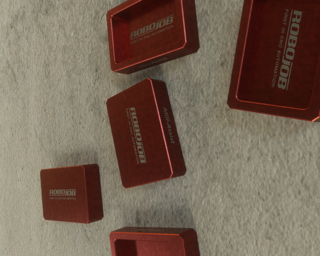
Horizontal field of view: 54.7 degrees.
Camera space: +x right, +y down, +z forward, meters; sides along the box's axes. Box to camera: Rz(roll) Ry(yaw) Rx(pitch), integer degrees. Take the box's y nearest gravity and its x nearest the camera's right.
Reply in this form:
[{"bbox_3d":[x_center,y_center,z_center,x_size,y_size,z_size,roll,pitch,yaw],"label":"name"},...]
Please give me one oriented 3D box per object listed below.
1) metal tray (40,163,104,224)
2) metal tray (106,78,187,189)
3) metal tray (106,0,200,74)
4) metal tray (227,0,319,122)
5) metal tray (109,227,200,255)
[{"bbox_3d":[-0.153,0.110,0.525,0.130,0.030,0.089,-10,84,39],"label":"metal tray"},{"bbox_3d":[-0.022,0.009,0.418,0.090,0.030,0.129,-21,77,37],"label":"metal tray"},{"bbox_3d":[-0.014,-0.130,0.411,0.130,0.030,0.089,-9,84,39],"label":"metal tray"},{"bbox_3d":[0.122,-0.076,0.300,0.090,0.030,0.129,14,99,38],"label":"metal tray"},{"bbox_3d":[-0.008,0.179,0.405,0.130,0.030,0.090,-14,81,38],"label":"metal tray"}]
